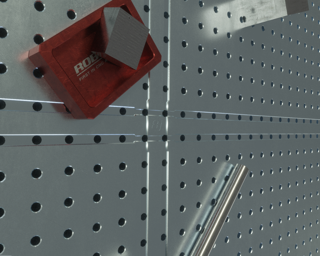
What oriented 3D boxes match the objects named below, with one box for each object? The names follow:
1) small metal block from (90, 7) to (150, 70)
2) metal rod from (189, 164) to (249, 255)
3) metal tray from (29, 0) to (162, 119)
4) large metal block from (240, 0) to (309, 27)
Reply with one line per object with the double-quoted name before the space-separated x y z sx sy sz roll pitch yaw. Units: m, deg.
"small metal block" -0.043 -0.098 0.345 0.050 0.025 0.050 20 88 -52
"metal rod" 0.064 0.181 0.465 0.025 0.025 0.301 49 61 -29
"metal tray" -0.065 -0.082 0.352 0.131 0.030 0.090 -46 118 -30
"large metal block" 0.201 -0.217 0.544 0.081 0.080 0.050 -25 106 -38
